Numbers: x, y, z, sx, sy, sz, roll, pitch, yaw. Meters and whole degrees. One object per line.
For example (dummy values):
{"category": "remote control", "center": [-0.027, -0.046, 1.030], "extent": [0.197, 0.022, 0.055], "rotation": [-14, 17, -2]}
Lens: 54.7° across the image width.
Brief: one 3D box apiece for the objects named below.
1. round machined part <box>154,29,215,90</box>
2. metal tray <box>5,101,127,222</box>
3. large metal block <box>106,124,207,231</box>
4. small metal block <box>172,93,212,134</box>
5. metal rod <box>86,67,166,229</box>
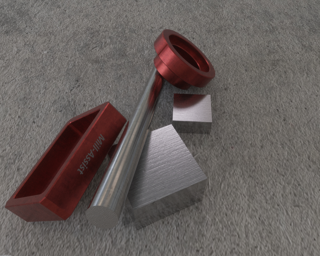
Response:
{"category": "round machined part", "center": [0.030, -0.094, 0.451], "extent": [0.098, 0.042, 0.098], "rotation": [31, 33, -22]}
{"category": "metal tray", "center": [-0.099, 0.035, 0.335], "extent": [0.090, 0.030, 0.130], "rotation": [-18, 35, 42]}
{"category": "large metal block", "center": [-0.006, 0.052, 0.343], "extent": [0.081, 0.050, 0.080], "rotation": [-20, 53, -16]}
{"category": "small metal block", "center": [0.043, -0.020, 0.420], "extent": [0.050, 0.025, 0.050], "rotation": [3, 50, 2]}
{"category": "metal rod", "center": [-0.021, -0.013, 0.357], "extent": [0.025, 0.025, 0.301], "rotation": [7, 33, 6]}
